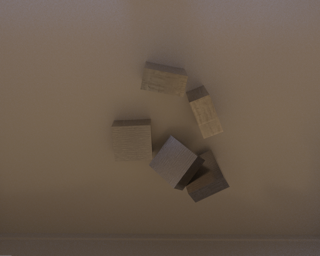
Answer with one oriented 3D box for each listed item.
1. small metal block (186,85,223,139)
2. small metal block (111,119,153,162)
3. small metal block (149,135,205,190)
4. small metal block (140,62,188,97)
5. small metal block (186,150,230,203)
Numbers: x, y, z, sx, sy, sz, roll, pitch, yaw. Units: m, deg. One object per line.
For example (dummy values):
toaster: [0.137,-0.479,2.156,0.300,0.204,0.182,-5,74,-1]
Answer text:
small metal block: [0.055,-0.021,0.391,0.025,0.050,0.050,-22,109,7]
small metal block: [-0.036,0.016,0.417,0.050,0.025,0.050,-3,110,0]
small metal block: [0.022,0.046,0.408,0.050,0.050,0.025,-54,146,4]
small metal block: [0.005,-0.060,0.376,0.050,0.050,0.025,10,110,-4]
small metal block: [0.059,0.065,0.420,0.050,0.050,0.025,-27,131,9]
